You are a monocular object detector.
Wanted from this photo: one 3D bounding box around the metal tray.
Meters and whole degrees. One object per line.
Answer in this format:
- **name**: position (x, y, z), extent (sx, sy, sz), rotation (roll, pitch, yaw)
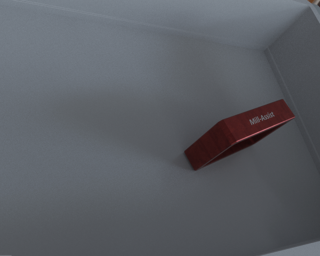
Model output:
- **metal tray**: position (0.107, 0.009, 0.415), extent (0.131, 0.090, 0.030), rotation (-17, 71, -35)
